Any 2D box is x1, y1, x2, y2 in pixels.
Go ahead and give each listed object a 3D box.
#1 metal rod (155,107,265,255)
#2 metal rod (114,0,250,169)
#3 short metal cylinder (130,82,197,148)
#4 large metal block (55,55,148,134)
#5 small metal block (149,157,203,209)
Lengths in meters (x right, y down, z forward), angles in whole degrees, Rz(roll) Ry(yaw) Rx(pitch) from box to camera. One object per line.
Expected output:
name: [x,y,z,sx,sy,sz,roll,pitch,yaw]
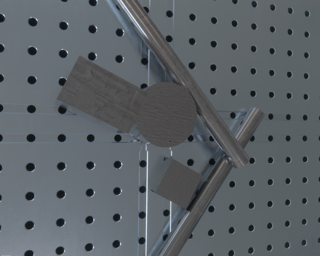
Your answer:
metal rod: [0.062,0.096,0.435,0.025,0.025,0.300,39,78,-16]
metal rod: [0.024,-0.071,0.407,0.025,0.025,0.299,-39,97,-16]
short metal cylinder: [0.000,-0.017,0.399,0.081,0.050,0.079,0,91,-20]
large metal block: [-0.071,-0.034,0.357,0.080,0.080,0.050,27,81,-18]
small metal block: [0.022,0.074,0.421,0.050,0.025,0.050,31,80,-18]
